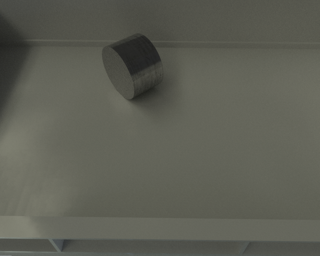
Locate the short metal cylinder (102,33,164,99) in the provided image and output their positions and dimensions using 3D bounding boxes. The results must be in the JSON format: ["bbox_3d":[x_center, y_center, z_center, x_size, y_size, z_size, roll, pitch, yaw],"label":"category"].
[{"bbox_3d":[-0.040,-0.088,0.443,0.050,0.080,0.080,-31,57,-23],"label":"short metal cylinder"}]
